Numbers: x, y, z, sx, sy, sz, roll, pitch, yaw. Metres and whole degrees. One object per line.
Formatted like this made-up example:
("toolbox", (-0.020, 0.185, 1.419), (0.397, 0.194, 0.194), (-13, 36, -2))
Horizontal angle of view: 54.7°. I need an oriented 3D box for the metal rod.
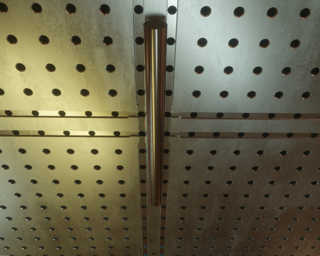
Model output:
("metal rod", (-0.006, 0.006, 0.417), (0.025, 0.025, 0.298), (0, 130, -1))
